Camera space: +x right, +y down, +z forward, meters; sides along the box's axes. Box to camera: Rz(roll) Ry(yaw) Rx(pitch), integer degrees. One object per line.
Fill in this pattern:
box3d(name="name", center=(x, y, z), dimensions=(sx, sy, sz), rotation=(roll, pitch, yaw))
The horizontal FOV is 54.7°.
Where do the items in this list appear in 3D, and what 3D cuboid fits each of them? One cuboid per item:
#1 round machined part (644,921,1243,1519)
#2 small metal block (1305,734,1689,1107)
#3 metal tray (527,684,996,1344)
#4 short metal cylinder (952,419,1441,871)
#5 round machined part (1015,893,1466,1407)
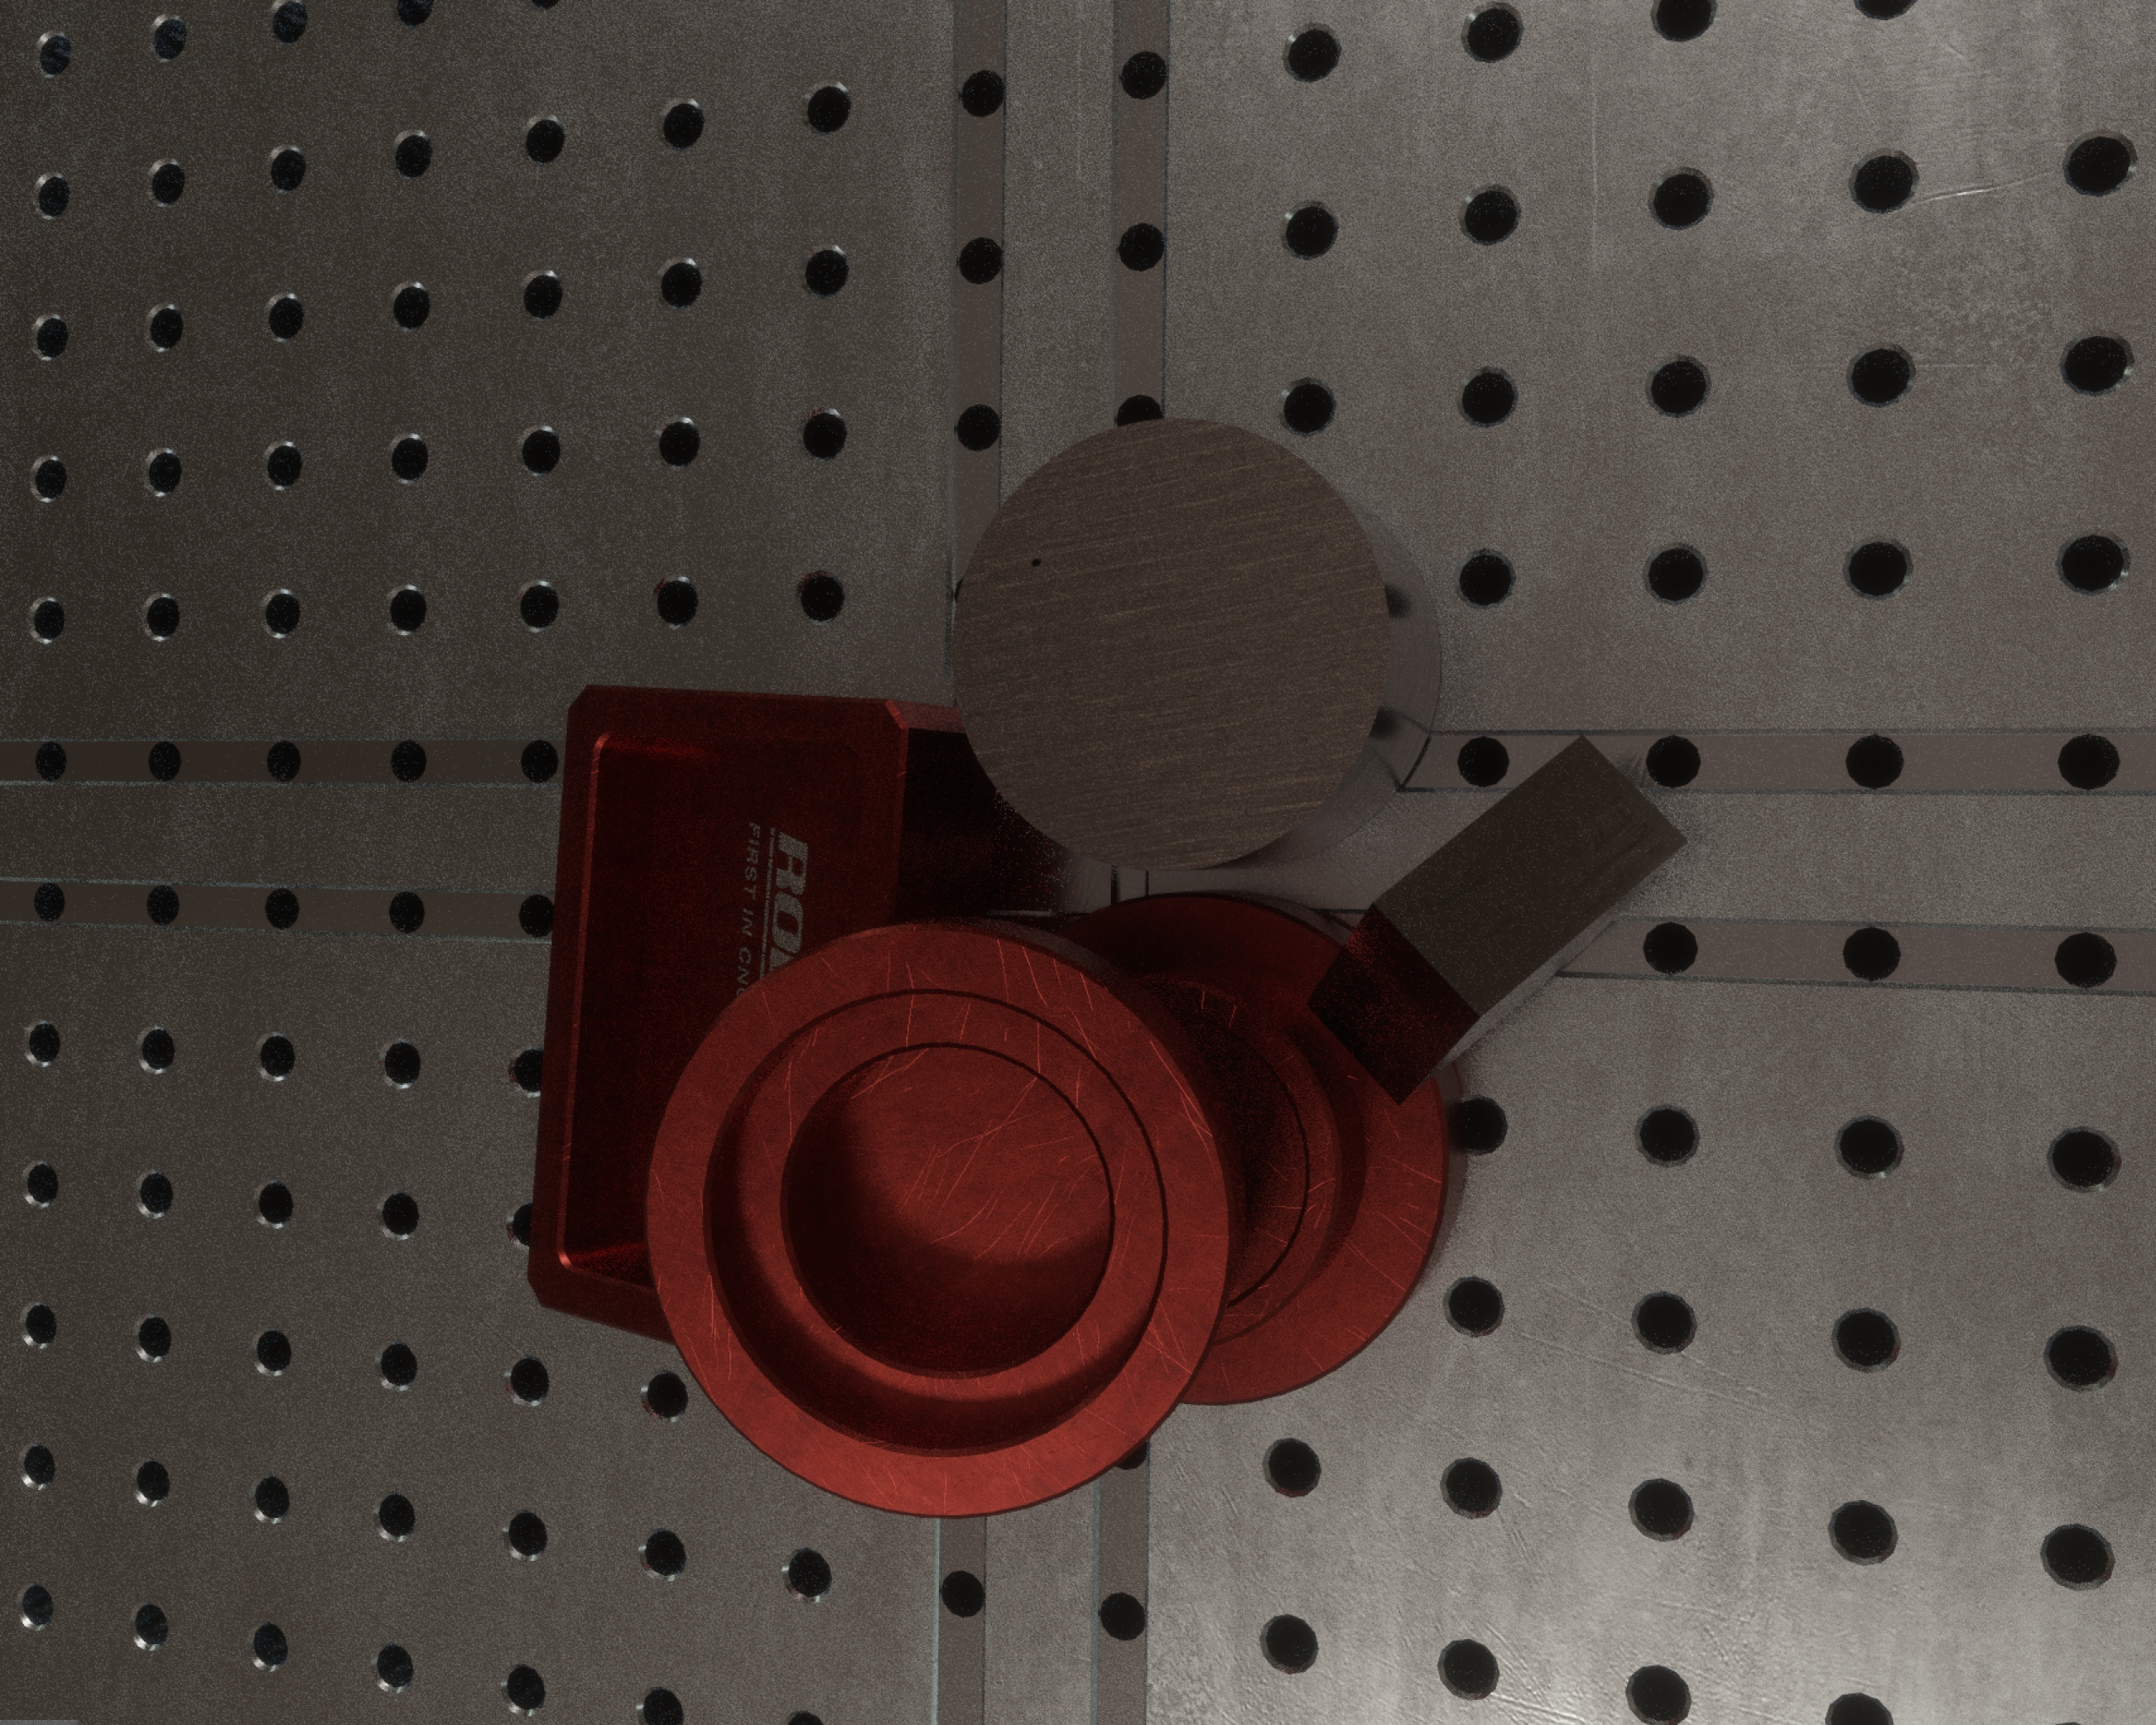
box3d(name="round machined part", center=(-0.020, 0.058, 0.359), dimensions=(0.098, 0.042, 0.097), rotation=(0, 92, 9))
box3d(name="small metal block", center=(0.072, 0.011, 0.363), dimensions=(0.050, 0.050, 0.025), rotation=(-37, 76, -20))
box3d(name="metal tray", center=(-0.065, 0.031, 0.420), dimensions=(0.090, 0.030, 0.129), rotation=(6, 92, 34))
box3d(name="short metal cylinder", center=(0.023, -0.038, 0.390), dimensions=(0.080, 0.050, 0.079), rotation=(0, 90, 19))
box3d(name="round machined part", center=(0.021, 0.054, 0.394), dimensions=(0.098, 0.042, 0.097), rotation=(0, 90, 19))
